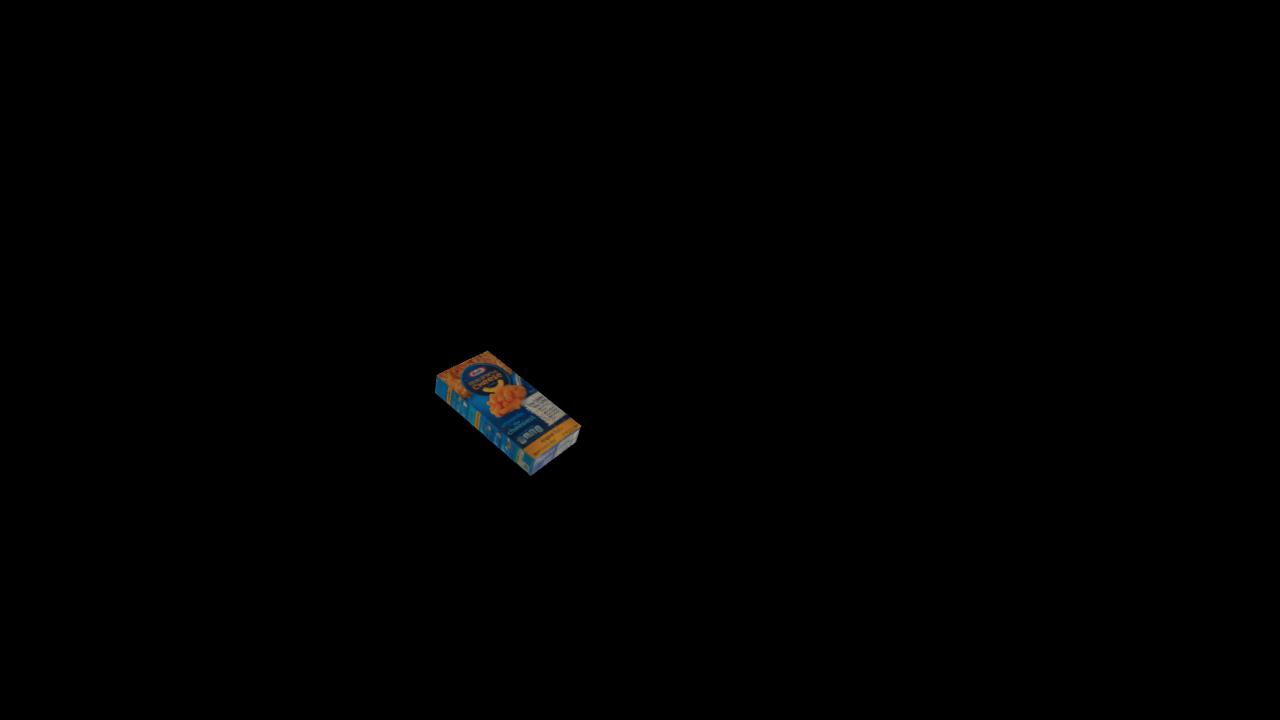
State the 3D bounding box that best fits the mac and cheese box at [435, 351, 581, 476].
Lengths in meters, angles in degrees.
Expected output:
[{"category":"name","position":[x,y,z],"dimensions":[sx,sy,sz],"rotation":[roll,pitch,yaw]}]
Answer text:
[{"category":"mac and cheese box","position":[-0.176,0.066,0.821],"dimensions":[0.184,0.041,0.093],"rotation":[36,41,18]}]
